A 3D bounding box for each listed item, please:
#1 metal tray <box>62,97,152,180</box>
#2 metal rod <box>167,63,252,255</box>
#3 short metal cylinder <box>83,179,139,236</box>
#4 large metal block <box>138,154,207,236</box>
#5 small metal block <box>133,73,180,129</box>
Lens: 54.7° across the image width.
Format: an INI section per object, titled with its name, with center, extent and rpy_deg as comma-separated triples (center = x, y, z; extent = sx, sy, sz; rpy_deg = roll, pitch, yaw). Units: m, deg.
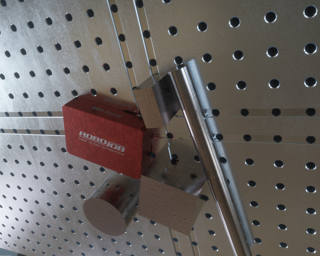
[metal tray]
center = -0.078, 0.014, 0.456
extent = 0.130, 0.030, 0.089
rpy_deg = 18, 125, 17
[metal rod]
center = 0.072, 0.060, 0.409
extent = 0.025, 0.025, 0.299
rpy_deg = -9, 114, 31
[short metal cylinder]
center = -0.079, 0.132, 0.516
extent = 0.080, 0.050, 0.079
rpy_deg = 13, 124, 20
[large metal block]
center = 0.018, 0.095, 0.443
extent = 0.080, 0.050, 0.079
rpy_deg = 18, 126, 17
[small metal block]
center = -0.002, -0.034, 0.374
extent = 0.025, 0.050, 0.050
rpy_deg = -5, 116, 30
